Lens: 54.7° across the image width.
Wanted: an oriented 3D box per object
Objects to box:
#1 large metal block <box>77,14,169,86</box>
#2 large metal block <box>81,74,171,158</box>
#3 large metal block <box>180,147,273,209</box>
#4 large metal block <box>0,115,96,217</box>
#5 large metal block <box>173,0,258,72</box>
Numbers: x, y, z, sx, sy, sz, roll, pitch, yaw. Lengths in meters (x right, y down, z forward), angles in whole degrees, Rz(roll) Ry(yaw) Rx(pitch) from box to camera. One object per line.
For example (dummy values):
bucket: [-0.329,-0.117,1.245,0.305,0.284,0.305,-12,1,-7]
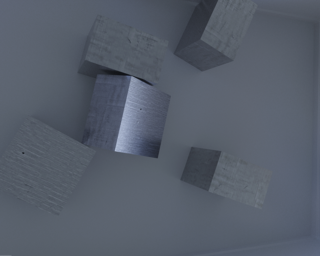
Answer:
large metal block: [-0.047,-0.083,0.365,0.081,0.080,0.050,16,85,-20]
large metal block: [-0.037,-0.012,0.365,0.080,0.050,0.080,18,82,-56]
large metal block: [0.086,0.064,0.415,0.080,0.080,0.050,22,83,-19]
large metal block: [-0.131,0.040,0.349,0.080,0.050,0.080,32,80,-18]
large metal block: [0.070,-0.128,0.408,0.050,0.080,0.080,27,81,-18]
